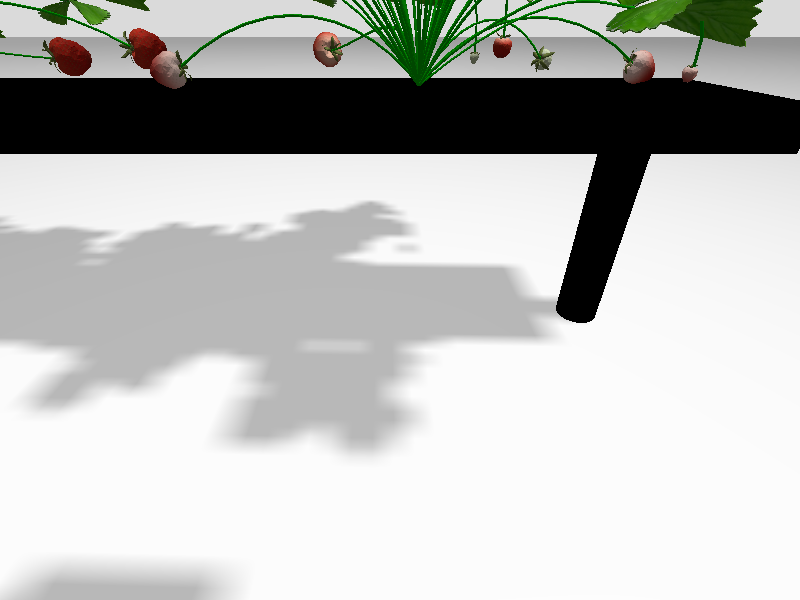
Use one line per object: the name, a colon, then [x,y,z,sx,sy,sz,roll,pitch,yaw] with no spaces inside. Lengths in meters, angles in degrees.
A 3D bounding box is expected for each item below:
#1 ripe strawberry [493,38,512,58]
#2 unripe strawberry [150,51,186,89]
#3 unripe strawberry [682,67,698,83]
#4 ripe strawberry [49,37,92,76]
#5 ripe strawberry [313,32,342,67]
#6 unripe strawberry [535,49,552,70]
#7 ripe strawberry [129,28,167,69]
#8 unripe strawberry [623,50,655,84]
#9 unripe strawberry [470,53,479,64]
ripe strawberry: [0.129,-0.318,0.505,0.024,0.022,0.022,15,37,20]
unripe strawberry: [-0.167,-0.165,0.288,0.022,0.023,0.020,-13,35,1]
unripe strawberry: [0.206,-0.161,0.286,0.010,0.010,0.011,4,35,6]
ripe strawberry: [-0.294,-0.218,0.360,0.028,0.030,0.026,-15,37,-22]
ripe strawberry: [-0.084,-0.285,0.457,0.032,0.034,0.035,-17,37,-22]
unripe strawberry: [0.146,-0.243,0.405,0.018,0.018,0.016,-19,38,-40]
ripe strawberry: [-0.254,-0.254,0.406,0.034,0.035,0.031,-13,36,-35]
unripe strawberry: [0.190,-0.182,0.315,0.024,0.023,0.022,18,31,-16]
unripe strawberry: [0.087,-0.284,0.471,0.010,0.011,0.011,12,36,16]
